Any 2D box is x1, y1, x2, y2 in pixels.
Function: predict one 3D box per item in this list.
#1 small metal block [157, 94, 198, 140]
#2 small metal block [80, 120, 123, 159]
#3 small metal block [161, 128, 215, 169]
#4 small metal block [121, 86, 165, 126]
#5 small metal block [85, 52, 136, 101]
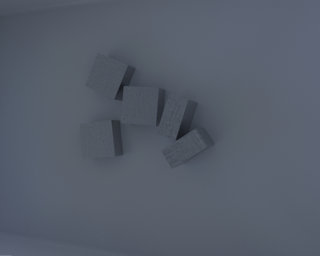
[{"bbox_3d":[0.023,-0.013,0.389,0.025,0.050,0.050,19,96,19],"label":"small metal block"},{"bbox_3d":[-0.083,0.016,0.438,0.050,0.025,0.050,-7,88,19],"label":"small metal block"},{"bbox_3d":[0.036,0.024,0.384,0.050,0.050,0.025,-34,79,16],"label":"small metal block"},{"bbox_3d":[-0.023,-0.029,0.418,0.050,0.025,0.050,5,92,19],"label":"small metal block"},{"bbox_3d":[-0.069,-0.071,0.434,0.050,0.025,0.050,25,98,18],"label":"small metal block"}]
